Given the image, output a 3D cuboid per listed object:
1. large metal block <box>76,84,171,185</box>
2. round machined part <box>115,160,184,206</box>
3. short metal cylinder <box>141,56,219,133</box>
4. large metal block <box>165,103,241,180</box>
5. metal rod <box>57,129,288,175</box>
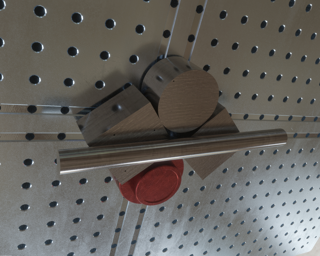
[{"bbox_3d":[-0.039,0.008,0.374,0.080,0.050,0.080,-35,131,-6],"label":"large metal block"},{"bbox_3d":[-0.009,0.069,0.433,0.099,0.042,0.097,-14,124,-21],"label":"round machined part"},{"bbox_3d":[0.024,-0.041,0.378,0.081,0.050,0.079,-14,124,-21],"label":"short metal cylinder"},{"bbox_3d":[0.060,0.012,0.427,0.080,0.050,0.080,-40,130,0],"label":"large metal block"},{"bbox_3d":[0.035,0.023,0.373,0.303,0.025,0.025,-4,121,-26],"label":"metal rod"}]
